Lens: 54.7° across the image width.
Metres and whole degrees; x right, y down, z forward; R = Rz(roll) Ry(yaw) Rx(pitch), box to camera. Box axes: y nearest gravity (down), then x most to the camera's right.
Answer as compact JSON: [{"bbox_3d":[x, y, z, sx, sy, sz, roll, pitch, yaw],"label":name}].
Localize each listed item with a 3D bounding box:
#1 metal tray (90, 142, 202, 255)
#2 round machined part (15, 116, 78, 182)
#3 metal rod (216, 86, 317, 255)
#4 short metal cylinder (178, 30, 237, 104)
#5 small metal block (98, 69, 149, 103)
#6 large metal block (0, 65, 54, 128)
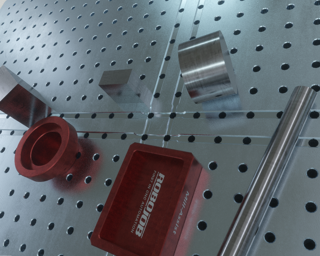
[{"bbox_3d":[-0.015,0.086,0.359,0.090,0.030,0.130,8,66,31],"label":"metal tray"},{"bbox_3d":[-0.163,0.034,0.462,0.098,0.042,0.098,-13,56,21],"label":"round machined part"},{"bbox_3d":[0.090,0.086,0.308,0.025,0.025,0.300,19,72,35],"label":"metal rod"},{"bbox_3d":[0.061,-0.075,0.387,0.050,0.080,0.080,-14,56,21],"label":"short metal cylinder"},{"bbox_3d":[-0.053,-0.060,0.457,0.050,0.050,0.025,2,63,29],"label":"small metal block"},{"bbox_3d":[-0.244,-0.052,0.533,0.050,0.080,0.080,-47,51,-5],"label":"large metal block"}]
